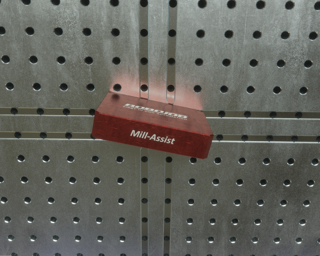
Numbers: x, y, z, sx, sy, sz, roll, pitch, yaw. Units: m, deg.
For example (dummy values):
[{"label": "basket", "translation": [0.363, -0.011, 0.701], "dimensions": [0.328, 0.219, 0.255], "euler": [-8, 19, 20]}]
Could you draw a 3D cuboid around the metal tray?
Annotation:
[{"label": "metal tray", "translation": [-0.008, -0.006, 0.376], "dimensions": [0.131, 0.090, 0.030], "euler": [11, 110, -4]}]
